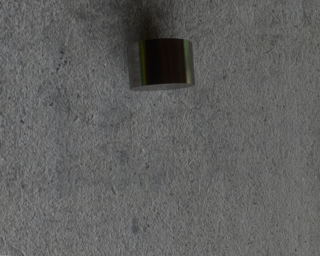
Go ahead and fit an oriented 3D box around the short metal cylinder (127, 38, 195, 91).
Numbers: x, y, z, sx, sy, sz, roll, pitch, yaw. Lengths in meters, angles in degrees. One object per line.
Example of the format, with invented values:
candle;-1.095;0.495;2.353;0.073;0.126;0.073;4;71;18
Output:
short metal cylinder;0.001;-0.075;0.380;0.081;0.080;0.050;-5;92;-20
